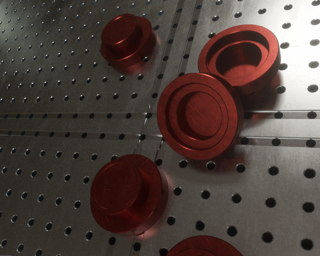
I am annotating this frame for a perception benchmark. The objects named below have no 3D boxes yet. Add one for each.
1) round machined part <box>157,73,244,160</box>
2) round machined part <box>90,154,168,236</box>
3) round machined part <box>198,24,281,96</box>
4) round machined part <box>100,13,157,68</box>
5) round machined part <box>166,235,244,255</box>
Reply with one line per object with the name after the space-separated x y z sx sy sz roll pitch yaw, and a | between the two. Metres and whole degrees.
0.049 -0.015 0.360 0.098 0.042 0.097 7 103 29 | round machined part
-0.043 0.075 0.372 0.098 0.042 0.098 -13 56 20 | round machined part
0.102 -0.080 0.393 0.098 0.042 0.098 -13 56 20 | round machined part
-0.059 -0.152 0.520 0.098 0.042 0.098 -13 56 20 | round machined part
0.039 0.149 0.285 0.098 0.042 0.098 -13 56 20 | round machined part
